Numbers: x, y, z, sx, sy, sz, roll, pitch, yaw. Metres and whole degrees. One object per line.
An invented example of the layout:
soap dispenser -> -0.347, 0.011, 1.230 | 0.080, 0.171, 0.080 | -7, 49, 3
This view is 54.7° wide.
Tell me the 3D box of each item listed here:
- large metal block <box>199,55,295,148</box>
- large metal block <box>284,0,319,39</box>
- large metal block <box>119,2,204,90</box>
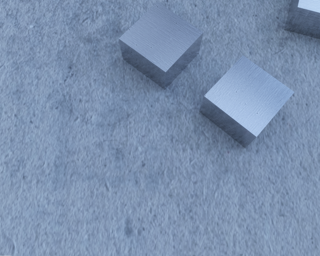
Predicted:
large metal block -> 0.111, -0.034, 0.409 | 0.080, 0.050, 0.080 | 40, 75, 13
large metal block -> 0.243, -0.184, 0.465 | 0.080, 0.050, 0.080 | 17, 71, 6
large metal block -> 0.002, -0.115, 0.437 | 0.080, 0.050, 0.080 | 38, 74, 12
